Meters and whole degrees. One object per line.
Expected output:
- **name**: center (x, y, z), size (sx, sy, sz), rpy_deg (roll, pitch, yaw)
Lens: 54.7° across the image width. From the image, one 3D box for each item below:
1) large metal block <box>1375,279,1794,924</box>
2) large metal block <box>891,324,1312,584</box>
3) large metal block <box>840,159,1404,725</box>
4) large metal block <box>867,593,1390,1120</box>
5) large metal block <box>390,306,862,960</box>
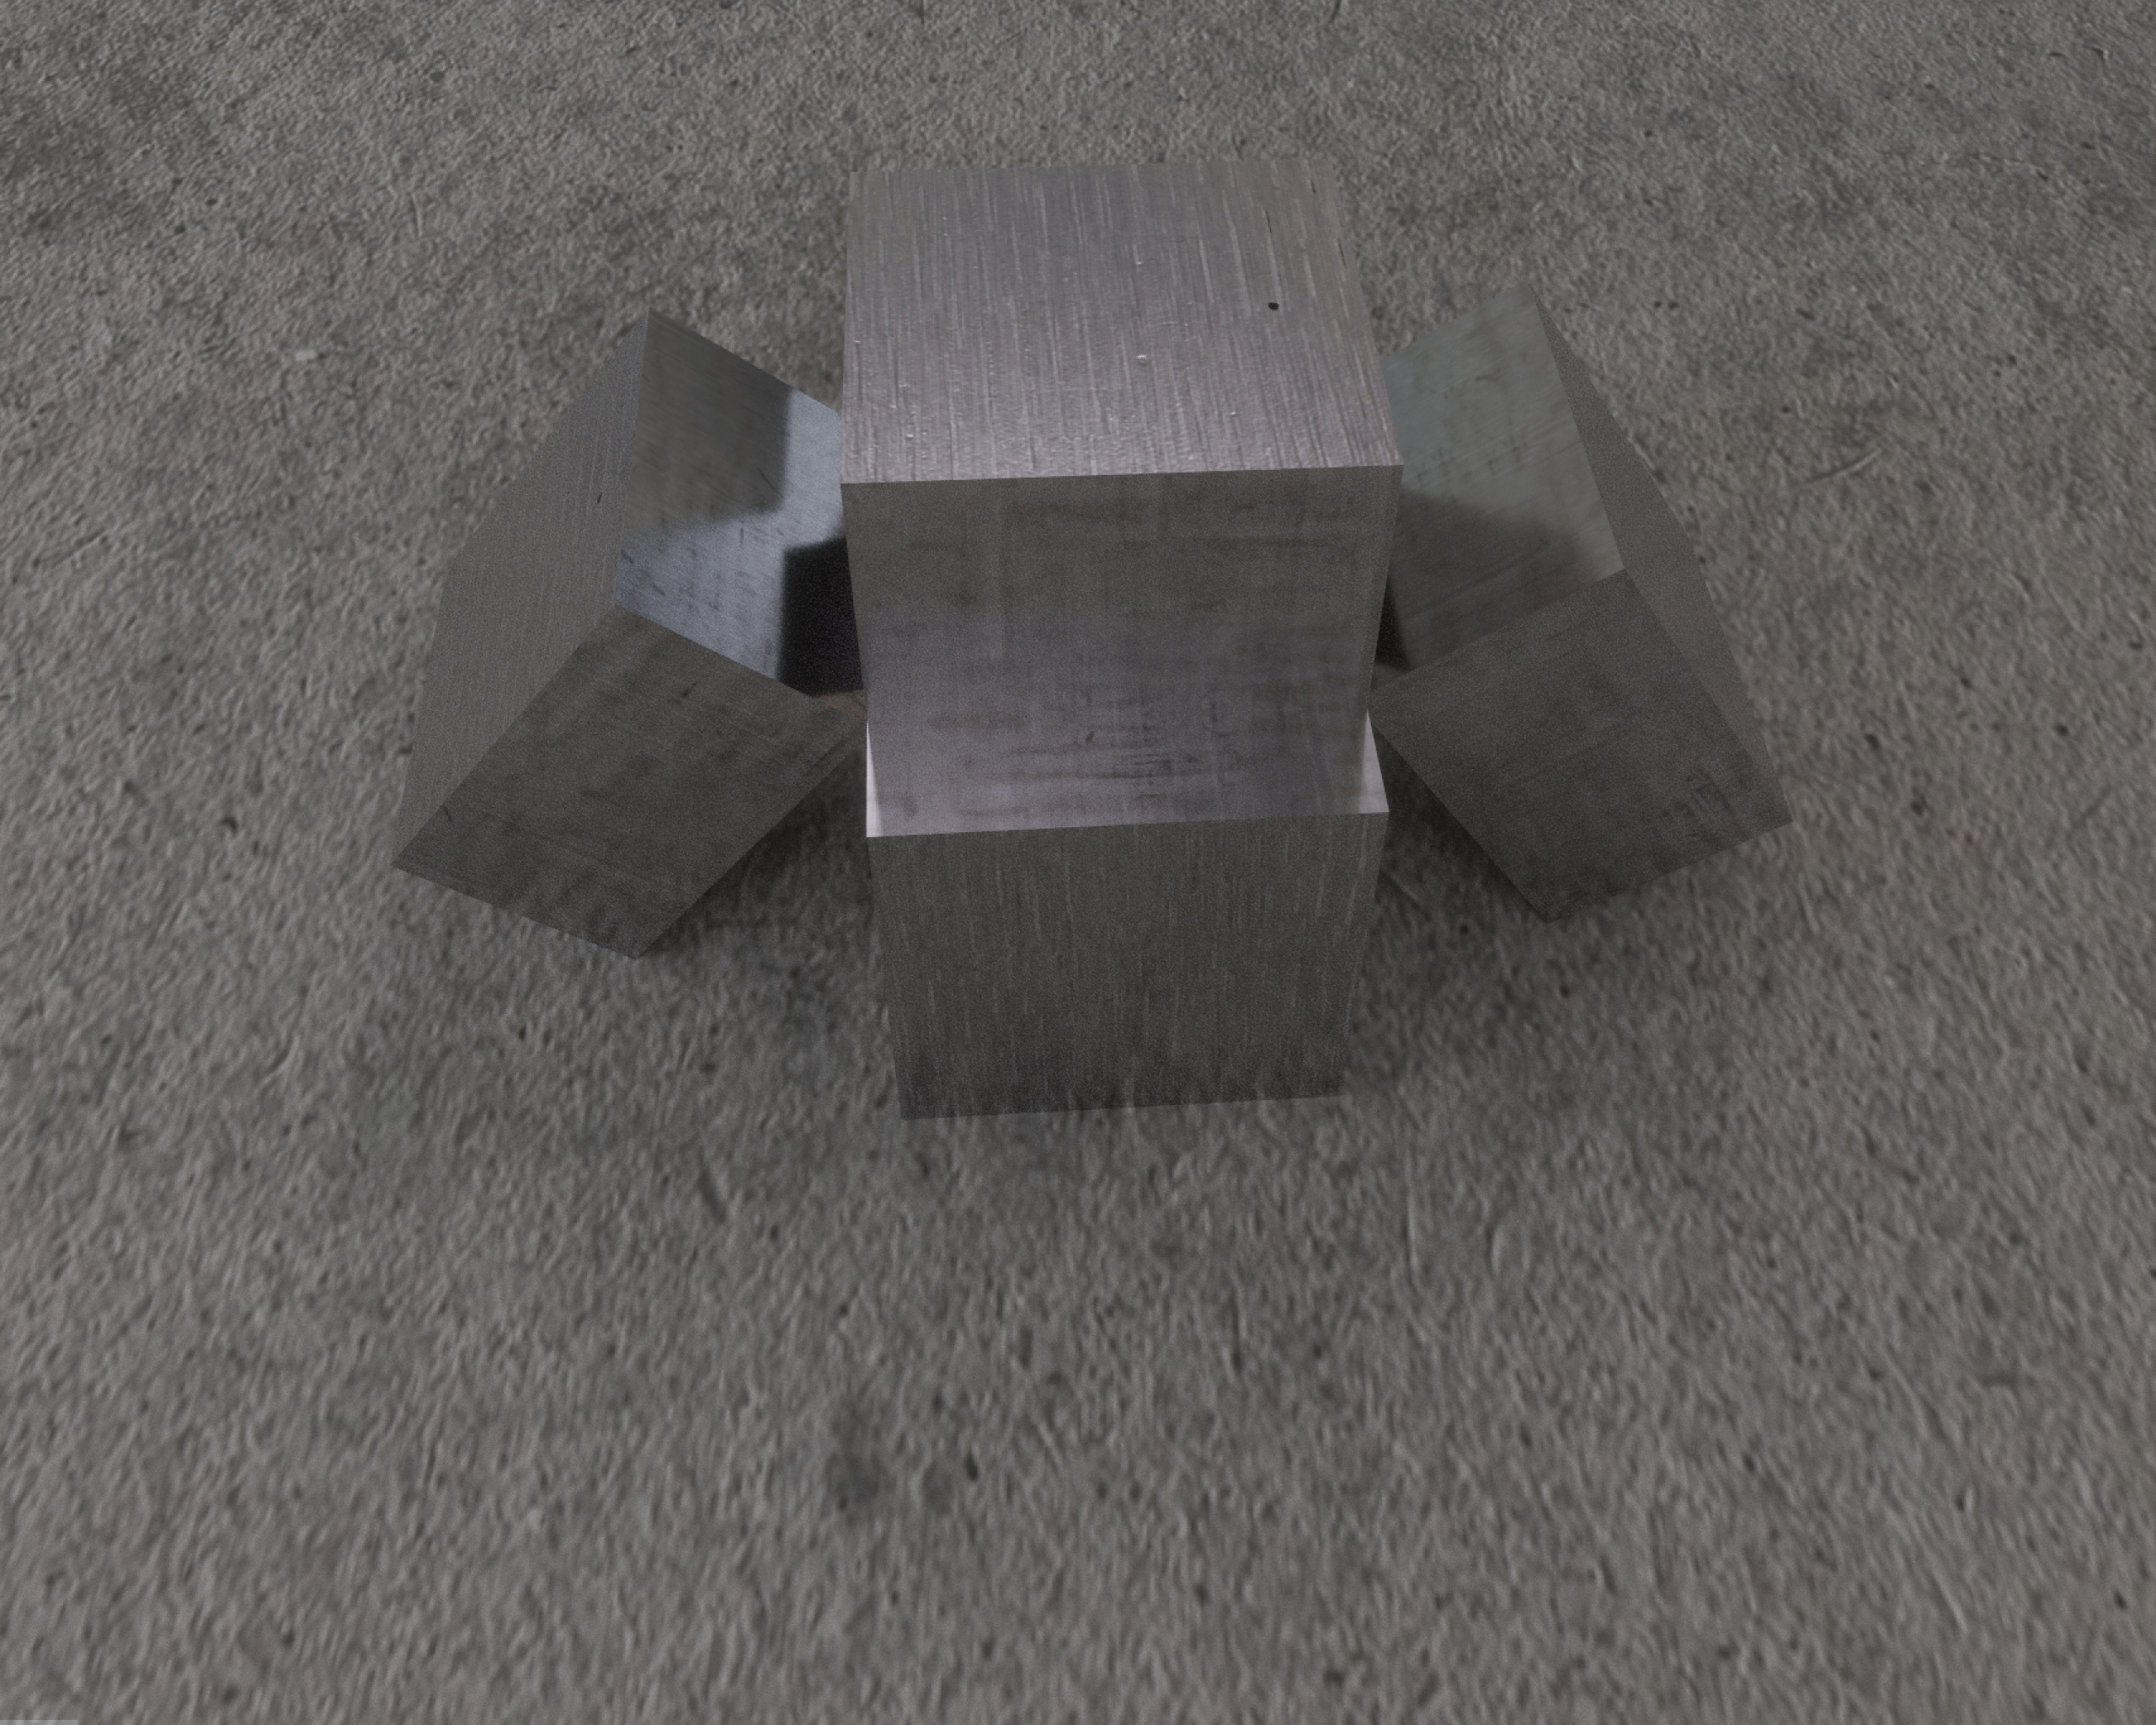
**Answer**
- **large metal block**: center (0.088, -0.048, 0.399), size (0.050, 0.080, 0.080), rpy_deg (-26, 46, 24)
- **large metal block**: center (0.002, -0.069, 0.426), size (0.081, 0.080, 0.050), rpy_deg (-2, 50, -1)
- **large metal block**: center (0.004, -0.070, 0.342), size (0.081, 0.050, 0.080), rpy_deg (-2, 50, -2)
- **large metal block**: center (0.006, 0.000, 0.367), size (0.081, 0.080, 0.050), rpy_deg (-3, 50, -3)
- **large metal block**: center (-0.082, -0.042, 0.393), size (0.050, 0.080, 0.080), rpy_deg (26, 41, -31)
